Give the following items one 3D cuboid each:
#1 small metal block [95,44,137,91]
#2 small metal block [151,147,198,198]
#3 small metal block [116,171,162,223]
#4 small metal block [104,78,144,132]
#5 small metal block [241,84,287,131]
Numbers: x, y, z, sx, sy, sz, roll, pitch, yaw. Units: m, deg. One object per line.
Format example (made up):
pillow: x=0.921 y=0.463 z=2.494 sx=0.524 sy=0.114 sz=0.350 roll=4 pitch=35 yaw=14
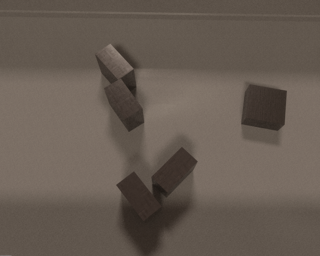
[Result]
small metal block: x=-0.059 y=-0.078 z=0.424 sx=0.025 sy=0.050 sz=0.050 roll=-38 pitch=75 yaw=-13
small metal block: x=0.017 y=0.055 z=0.376 sx=0.025 sy=0.050 sz=0.050 roll=43 pitch=75 yaw=13
small metal block: x=-0.024 y=0.083 z=0.366 sx=0.025 sy=0.050 sz=0.050 roll=-37 pitch=75 yaw=-12
small metal block: x=-0.046 y=-0.029 z=0.406 sx=0.025 sy=0.050 sz=0.050 roll=-33 pitch=74 yaw=-11
small metal block: x=0.141 y=-0.028 z=0.422 sx=0.050 sy=0.025 sz=0.050 roll=11 pitch=70 yaw=3
